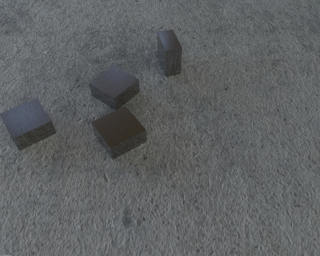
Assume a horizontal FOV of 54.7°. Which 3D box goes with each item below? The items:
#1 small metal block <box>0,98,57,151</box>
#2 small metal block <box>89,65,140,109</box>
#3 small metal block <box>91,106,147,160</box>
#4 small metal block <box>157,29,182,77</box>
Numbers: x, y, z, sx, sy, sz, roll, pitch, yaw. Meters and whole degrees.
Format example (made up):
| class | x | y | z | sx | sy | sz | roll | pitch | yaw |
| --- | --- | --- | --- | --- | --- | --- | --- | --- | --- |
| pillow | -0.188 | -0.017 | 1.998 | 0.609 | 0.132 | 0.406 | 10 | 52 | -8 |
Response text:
| class | x | y | z | sx | sy | sz | roll | pitch | yaw |
| --- | --- | --- | --- | --- | --- | --- | --- | --- | --- |
| small metal block | -0.173 | -0.006 | 0.406 | 0.050 | 0.025 | 0.050 | -29 | 56 | -22 |
| small metal block | -0.066 | -0.059 | 0.452 | 0.050 | 0.025 | 0.050 | 31 | 57 | 23 |
| small metal block | -0.052 | 0.005 | 0.398 | 0.050 | 0.025 | 0.050 | -28 | 55 | -22 |
| small metal block | 0.014 | -0.117 | 0.485 | 0.025 | 0.050 | 0.050 | -11 | 51 | -9 |
